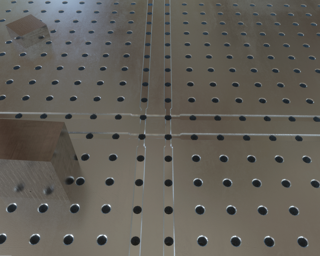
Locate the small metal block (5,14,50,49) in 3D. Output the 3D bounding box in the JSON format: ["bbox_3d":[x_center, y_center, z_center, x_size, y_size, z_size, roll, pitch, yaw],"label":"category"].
[{"bbox_3d":[-0.234,-0.172,0.549,0.050,0.025,0.050,36,58,26],"label":"small metal block"}]

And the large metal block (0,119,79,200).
[{"bbox_3d":[-0.142,0.036,0.340,0.080,0.080,0.050,3,50,2],"label":"large metal block"}]
